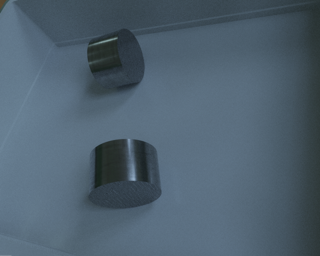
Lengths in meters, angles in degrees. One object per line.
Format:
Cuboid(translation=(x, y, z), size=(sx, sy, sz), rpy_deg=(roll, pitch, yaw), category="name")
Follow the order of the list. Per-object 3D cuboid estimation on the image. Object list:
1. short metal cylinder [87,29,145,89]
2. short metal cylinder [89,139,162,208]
Cuboid(translation=(-0.064, -0.103, 0.468), size=(0.050, 0.080, 0.080), rpy_deg=(-10, 58, 23), category="short metal cylinder")
Cuboid(translation=(-0.041, 0.055, 0.358), size=(0.080, 0.080, 0.050), rpy_deg=(-19, 55, 17), category="short metal cylinder")
